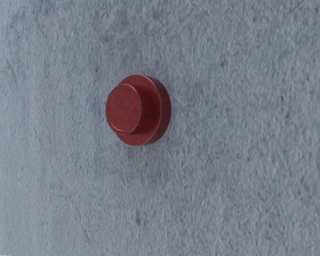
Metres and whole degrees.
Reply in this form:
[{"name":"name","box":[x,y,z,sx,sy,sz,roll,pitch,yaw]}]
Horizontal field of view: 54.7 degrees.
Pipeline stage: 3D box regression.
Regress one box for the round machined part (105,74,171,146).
[{"name":"round machined part","box":[-0.036,-0.024,0.422,0.098,0.042,0.097,0,90,39]}]
